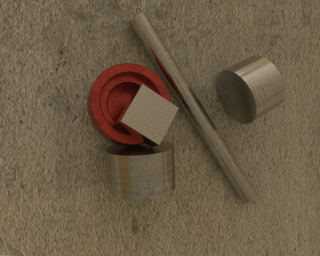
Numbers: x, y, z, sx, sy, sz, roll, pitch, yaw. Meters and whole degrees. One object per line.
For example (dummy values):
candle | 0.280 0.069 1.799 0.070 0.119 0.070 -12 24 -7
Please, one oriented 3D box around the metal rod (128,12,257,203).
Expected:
metal rod | 0.051 -0.020 0.427 0.025 0.025 0.299 -37 102 -16

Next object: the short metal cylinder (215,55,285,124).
short metal cylinder | 0.122 -0.052 0.425 0.050 0.080 0.080 -29 100 -18

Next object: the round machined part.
round machined part | -0.039 -0.026 0.380 0.099 0.042 0.097 4 80 -22

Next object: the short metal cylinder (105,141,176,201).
short metal cylinder | -0.022 0.047 0.369 0.081 0.080 0.050 -6 100 -20

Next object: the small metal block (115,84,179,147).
small metal block | -0.015 -0.013 0.352 0.050 0.025 0.050 33 71 -14
